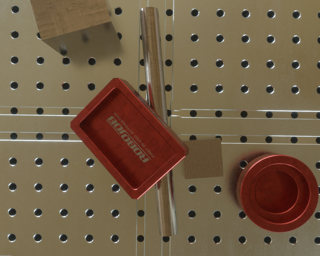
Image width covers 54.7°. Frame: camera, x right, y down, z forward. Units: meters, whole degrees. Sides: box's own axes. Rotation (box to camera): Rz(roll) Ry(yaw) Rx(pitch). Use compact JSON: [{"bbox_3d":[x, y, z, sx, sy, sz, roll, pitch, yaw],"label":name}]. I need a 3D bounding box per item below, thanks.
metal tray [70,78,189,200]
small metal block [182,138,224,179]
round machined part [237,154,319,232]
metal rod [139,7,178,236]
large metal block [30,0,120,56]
[{"bbox_3d":[-0.039,0.012,0.392,0.090,0.030,0.130,-44,82,10],"label":"metal tray"},{"bbox_3d":[0.056,0.040,0.414,0.050,0.025,0.050,-4,90,-1],"label":"small metal block"},{"bbox_3d":[0.150,0.082,0.407,0.099,0.042,0.097,0,90,-1],"label":"round machined part"},{"bbox_3d":[-0.002,-0.008,0.413,0.025,0.025,0.298,-5,90,-1],"label":"metal rod"},{"bbox_3d":[-0.100,-0.133,0.384,0.080,0.080,0.050,-16,90,0],"label":"large metal block"}]
